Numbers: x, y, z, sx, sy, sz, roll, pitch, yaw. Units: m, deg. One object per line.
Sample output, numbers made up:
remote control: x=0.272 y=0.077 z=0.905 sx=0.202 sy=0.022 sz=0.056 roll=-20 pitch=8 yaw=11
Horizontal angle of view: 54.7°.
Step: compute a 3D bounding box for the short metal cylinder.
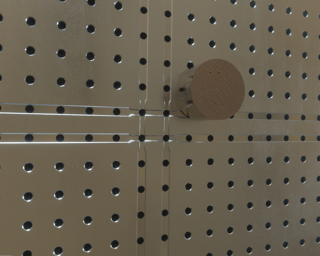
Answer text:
short metal cylinder: x=0.068 y=-0.050 z=0.426 sx=0.081 sy=0.050 sz=0.079 roll=0 pitch=90 yaw=-21
